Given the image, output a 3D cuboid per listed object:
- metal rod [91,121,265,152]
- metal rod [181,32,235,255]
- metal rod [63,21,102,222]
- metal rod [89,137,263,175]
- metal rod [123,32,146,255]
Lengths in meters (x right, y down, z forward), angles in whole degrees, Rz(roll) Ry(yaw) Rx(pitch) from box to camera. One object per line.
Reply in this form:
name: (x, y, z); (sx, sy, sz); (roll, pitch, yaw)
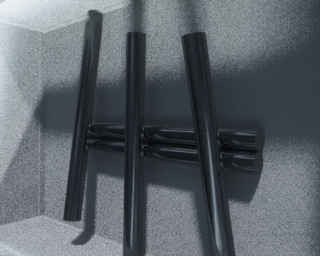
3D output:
metal rod: (-0.013, 0.006, 0.414); (0.300, 0.025, 0.025); (3, 92, 39)
metal rod: (0.056, 0.052, 0.328); (0.025, 0.025, 0.298); (-5, 95, 39)
metal rod: (-0.115, -0.015, 0.466); (0.025, 0.025, 0.298); (-1, 81, 39)
metal rod: (-0.014, 0.031, 0.415); (0.300, 0.025, 0.025); (3, 92, 39)
metal rod: (-0.033, 0.029, 0.398); (0.025, 0.025, 0.298); (2, 91, 39)
